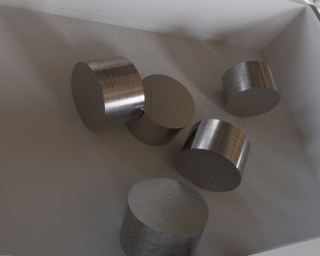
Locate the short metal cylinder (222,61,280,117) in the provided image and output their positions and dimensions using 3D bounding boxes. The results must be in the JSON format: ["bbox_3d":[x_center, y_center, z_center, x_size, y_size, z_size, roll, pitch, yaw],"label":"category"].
[{"bbox_3d":[0.141,-0.059,0.485,0.081,0.080,0.050,11,57,-23],"label":"short metal cylinder"}]

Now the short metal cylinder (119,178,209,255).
[{"bbox_3d":[0.003,0.095,0.312,0.081,0.050,0.080,11,26,-5],"label":"short metal cylinder"}]

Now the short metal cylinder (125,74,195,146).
[{"bbox_3d":[-0.001,-0.023,0.404,0.081,0.050,0.080,14,56,-21],"label":"short metal cylinder"}]

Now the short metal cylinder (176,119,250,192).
[{"bbox_3d":[0.067,0.035,0.387,0.080,0.080,0.050,34,51,-6],"label":"short metal cylinder"}]

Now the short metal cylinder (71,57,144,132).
[{"bbox_3d":[-0.062,-0.040,0.362,0.050,0.080,0.080,-18,72,-35],"label":"short metal cylinder"}]
